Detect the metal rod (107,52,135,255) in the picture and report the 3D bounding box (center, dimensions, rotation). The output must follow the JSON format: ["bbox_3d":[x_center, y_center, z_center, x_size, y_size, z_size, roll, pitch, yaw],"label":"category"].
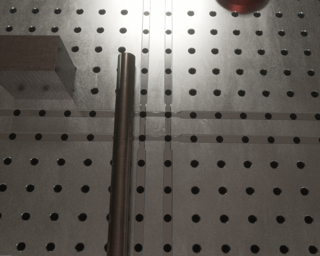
[{"bbox_3d":[-0.048,0.038,0.397,0.025,0.025,0.299,0,70,0],"label":"metal rod"}]

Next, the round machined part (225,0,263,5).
[{"bbox_3d":[0.136,-0.250,0.496,0.099,0.042,0.098,0,70,-1],"label":"round machined part"}]

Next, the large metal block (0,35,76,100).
[{"bbox_3d":[-0.164,-0.077,0.409,0.081,0.080,0.050,0,70,0],"label":"large metal block"}]
